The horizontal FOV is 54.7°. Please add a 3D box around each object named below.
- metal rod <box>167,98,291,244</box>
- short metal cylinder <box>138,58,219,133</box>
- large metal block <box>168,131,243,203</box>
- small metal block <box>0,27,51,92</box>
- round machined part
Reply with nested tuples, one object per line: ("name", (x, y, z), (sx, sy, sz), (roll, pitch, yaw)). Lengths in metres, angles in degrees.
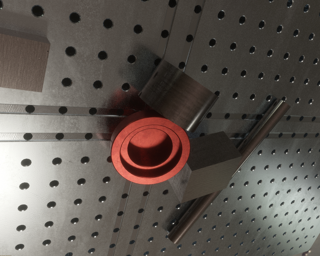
("metal rod", (0.111, 0.077, 0.522), (0.025, 0.025, 0.299), (29, 102, -38))
("short metal cylinder", (0.022, -0.038, 0.365), (0.080, 0.080, 0.050), (27, 102, -38))
("large metal block", (0.062, 0.057, 0.454), (0.081, 0.050, 0.079), (-13, 140, -22))
("small metal block", (-0.137, -0.065, 0.297), (0.050, 0.025, 0.050), (5, 116, -31))
("round machined part", (-0.014, 0.020, 0.396), (0.099, 0.042, 0.097), (-5, 118, -9))
